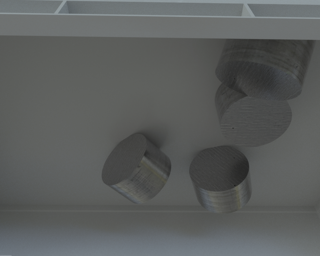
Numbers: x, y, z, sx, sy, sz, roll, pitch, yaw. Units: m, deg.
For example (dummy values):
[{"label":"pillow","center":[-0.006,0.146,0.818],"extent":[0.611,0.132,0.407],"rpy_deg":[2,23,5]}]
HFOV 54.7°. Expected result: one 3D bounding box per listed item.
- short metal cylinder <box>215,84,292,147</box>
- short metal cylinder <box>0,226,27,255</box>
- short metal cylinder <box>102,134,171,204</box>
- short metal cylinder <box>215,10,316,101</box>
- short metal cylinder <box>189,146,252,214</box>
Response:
[{"label":"short metal cylinder","center":[0.110,-0.023,0.374],"extent":[0.081,0.050,0.079],"rpy_deg":[0,131,0]},{"label":"short metal cylinder","center":[-0.293,0.228,0.567],"extent":[0.080,0.080,0.050],"rpy_deg":[-3,130,2]},{"label":"short metal cylinder","center":[-0.032,0.055,0.419],"extent":[0.080,0.080,0.050],"rpy_deg":[-32,123,24]},{"label":"short metal cylinder","center":[0.099,-0.066,0.296],"extent":[0.080,0.050,0.080],"rpy_deg":[19,170,4]},{"label":"short metal cylinder","center":[0.086,0.072,0.435],"extent":[0.080,0.080,0.050],"rpy_deg":[-11,129,9]}]
